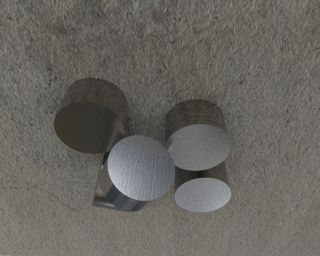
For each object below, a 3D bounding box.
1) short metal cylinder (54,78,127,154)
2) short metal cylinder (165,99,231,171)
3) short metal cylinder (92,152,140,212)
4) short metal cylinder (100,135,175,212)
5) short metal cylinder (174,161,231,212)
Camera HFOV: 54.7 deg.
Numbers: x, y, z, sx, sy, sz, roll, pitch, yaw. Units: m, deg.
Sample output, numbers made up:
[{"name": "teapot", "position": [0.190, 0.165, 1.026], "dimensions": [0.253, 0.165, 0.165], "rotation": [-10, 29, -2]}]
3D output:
[{"name": "short metal cylinder", "position": [-0.082, -0.014, 0.378], "dimensions": [0.081, 0.050, 0.079], "rotation": [0, 130, 0]}, {"name": "short metal cylinder", "position": [0.046, 0.010, 0.399], "dimensions": [0.081, 0.050, 0.079], "rotation": [0, 130, 0]}, {"name": "short metal cylinder", "position": [-0.061, 0.073, 0.433], "dimensions": [0.050, 0.080, 0.079], "rotation": [13, 129, -11]}, {"name": "short metal cylinder", "position": [-0.028, 0.055, 0.376], "dimensions": [0.081, 0.080, 0.050], "rotation": [16, 148, -13]}, {"name": "short metal cylinder", "position": [0.061, 0.081, 0.460], "dimensions": [0.081, 0.050, 0.079], "rotation": [0, 130, 0]}]
